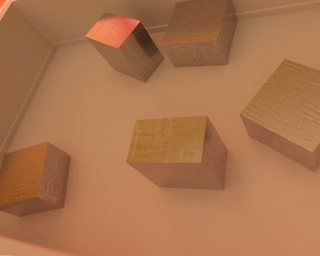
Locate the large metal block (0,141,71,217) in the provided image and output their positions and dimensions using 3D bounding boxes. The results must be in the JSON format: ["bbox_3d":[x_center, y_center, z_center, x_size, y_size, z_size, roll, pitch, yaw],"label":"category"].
[{"bbox_3d":[-0.180,0.074,0.439,0.080,0.050,0.080,-15,55,19],"label":"large metal block"}]

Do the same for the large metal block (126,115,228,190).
[{"bbox_3d":[0.023,0.030,0.340,0.080,0.080,0.050,-3,61,27],"label":"large metal block"}]

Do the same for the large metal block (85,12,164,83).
[{"bbox_3d":[-0.053,-0.123,0.474,0.080,0.080,0.050,28,78,37],"label":"large metal block"}]

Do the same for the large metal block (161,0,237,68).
[{"bbox_3d":[0.058,-0.136,0.443,0.080,0.050,0.080,4,63,30],"label":"large metal block"}]

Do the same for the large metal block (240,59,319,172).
[{"bbox_3d":[0.145,-0.015,0.323,0.080,0.050,0.080,35,81,38],"label":"large metal block"}]
